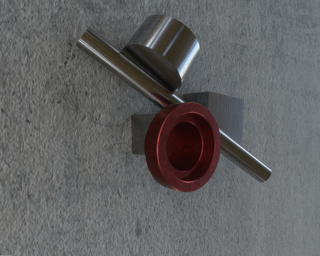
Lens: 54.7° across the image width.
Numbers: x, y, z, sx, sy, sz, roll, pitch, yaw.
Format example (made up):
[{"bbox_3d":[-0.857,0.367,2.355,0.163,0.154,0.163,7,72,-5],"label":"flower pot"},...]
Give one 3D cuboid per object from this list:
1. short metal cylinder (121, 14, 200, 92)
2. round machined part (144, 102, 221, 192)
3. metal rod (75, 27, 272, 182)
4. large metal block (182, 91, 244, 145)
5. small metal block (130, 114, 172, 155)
[{"bbox_3d":[0.001,-0.087,0.373,0.080,0.080,0.050,45,63,-31],"label":"short metal cylinder"},{"bbox_3d":[0.021,0.020,0.351,0.099,0.042,0.097,-2,93,-40],"label":"round machined part"},{"bbox_3d":[0.031,-0.017,0.386,0.301,0.025,0.025,36,67,-19],"label":"metal rod"},{"bbox_3d":[0.077,-0.007,0.458,0.081,0.050,0.080,6,86,-40],"label":"large metal block"},{"bbox_3d":[-0.011,0.008,0.383,0.025,0.050,0.050,-3,92,-40],"label":"small metal block"}]
